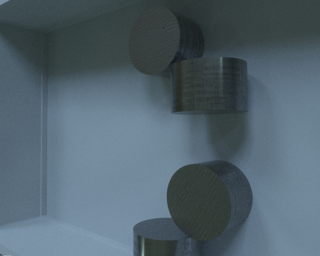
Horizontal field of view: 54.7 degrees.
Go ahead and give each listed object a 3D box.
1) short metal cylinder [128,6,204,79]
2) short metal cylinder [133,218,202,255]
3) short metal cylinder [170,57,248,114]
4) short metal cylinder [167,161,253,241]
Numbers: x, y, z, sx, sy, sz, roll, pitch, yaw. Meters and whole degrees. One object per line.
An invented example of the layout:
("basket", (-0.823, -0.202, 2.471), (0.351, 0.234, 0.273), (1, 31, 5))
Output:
("short metal cylinder", (0.007, -0.103, 0.385), (0.080, 0.050, 0.080), (0, 90, 40))
("short metal cylinder", (0.009, 0.142, 0.364), (0.080, 0.081, 0.050), (0, 90, 40))
("short metal cylinder", (0.051, -0.041, 0.329), (0.080, 0.081, 0.050), (-1, 89, 40))
("short metal cylinder", (0.055, 0.078, 0.345), (0.080, 0.050, 0.080), (0, 90, 40))
